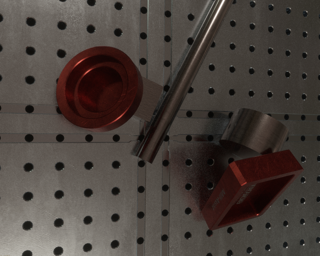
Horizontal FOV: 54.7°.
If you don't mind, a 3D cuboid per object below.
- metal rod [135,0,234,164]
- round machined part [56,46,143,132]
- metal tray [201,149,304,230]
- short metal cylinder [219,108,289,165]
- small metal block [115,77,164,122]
[{"bbox_3d":[0.045,-0.090,0.430,0.025,0.025,0.299,30,80,-18],"label":"metal rod"},{"bbox_3d":[-0.066,-0.042,0.363,0.098,0.042,0.098,-3,76,13],"label":"round machined part"},{"bbox_3d":[0.116,0.085,0.408,0.091,0.129,0.030,-9,52,-20],"label":"metal tray"},{"bbox_3d":[0.131,0.014,0.433,0.080,0.080,0.050,32,80,-18],"label":"short metal cylinder"},{"bbox_3d":[-0.030,-0.040,0.402,0.050,0.025,0.050,24,82,-19],"label":"small metal block"}]
